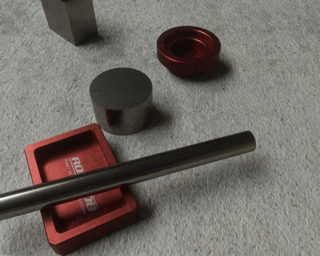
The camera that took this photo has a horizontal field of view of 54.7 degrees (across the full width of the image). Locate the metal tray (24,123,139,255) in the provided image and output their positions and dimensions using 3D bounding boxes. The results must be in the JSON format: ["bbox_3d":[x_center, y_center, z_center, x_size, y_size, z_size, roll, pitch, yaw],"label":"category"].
[{"bbox_3d":[-0.090,0.061,0.347,0.091,0.030,0.130,-20,53,-17],"label":"metal tray"}]

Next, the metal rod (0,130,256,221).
[{"bbox_3d":[-0.039,0.049,0.322,0.302,0.025,0.025,-13,52,-13],"label":"metal rod"}]

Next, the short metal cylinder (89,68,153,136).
[{"bbox_3d":[-0.050,-0.036,0.417,0.081,0.050,0.080,0,50,0],"label":"short metal cylinder"}]

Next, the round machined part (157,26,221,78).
[{"bbox_3d":[0.044,-0.117,0.491,0.099,0.042,0.098,0,50,0],"label":"round machined part"}]

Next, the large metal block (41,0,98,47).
[{"bbox_3d":[-0.158,-0.202,0.535,0.080,0.080,0.050,36,59,26],"label":"large metal block"}]
